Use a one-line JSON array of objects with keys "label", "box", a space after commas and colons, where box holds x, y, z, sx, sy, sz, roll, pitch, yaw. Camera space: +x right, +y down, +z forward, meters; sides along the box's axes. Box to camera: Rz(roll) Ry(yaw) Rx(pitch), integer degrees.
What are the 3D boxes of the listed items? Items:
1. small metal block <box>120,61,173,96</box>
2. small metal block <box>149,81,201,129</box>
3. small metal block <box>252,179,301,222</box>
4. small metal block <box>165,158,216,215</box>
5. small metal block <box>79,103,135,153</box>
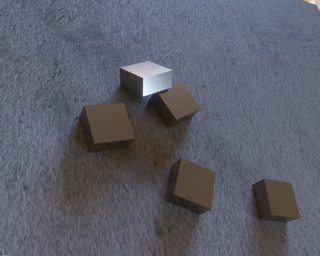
[{"label": "small metal block", "box": [-0.019, -0.068, 0.421, 0.050, 0.025, 0.050, -22, 38, -36]}, {"label": "small metal block", "box": [0.021, -0.034, 0.437, 0.050, 0.025, 0.050, -25, 76, -37]}, {"label": "small metal block", "box": [0.161, 0.101, 0.431, 0.050, 0.025, 0.050, 12, 57, -22]}, {"label": "small metal block", "box": [0.038, 0.072, 0.382, 0.050, 0.025, 0.050, 25, 53, -14]}, {"label": "small metal block", "box": [-0.064, -0.001, 0.371, 0.050, 0.025, 0.050, -6, 65, -31]}]
